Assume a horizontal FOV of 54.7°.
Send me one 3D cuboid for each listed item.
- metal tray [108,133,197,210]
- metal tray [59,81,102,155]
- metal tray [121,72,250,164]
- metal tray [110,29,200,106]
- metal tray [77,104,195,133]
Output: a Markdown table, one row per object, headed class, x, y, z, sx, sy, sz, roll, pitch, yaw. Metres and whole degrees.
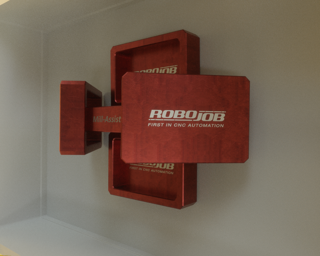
| class | x | y | z | sx | sy | sz | roll | pitch | yaw |
| --- | --- | --- | --- | --- | --- | --- | --- | --- | --- |
| metal tray | -0.014 | 0.050 | 0.411 | 0.130 | 0.030 | 0.089 | 1 | 90 | 39 |
| metal tray | -0.106 | -0.013 | 0.433 | 0.030 | 0.130 | 0.089 | 1 | 90 | -2 |
| metal tray | 0.026 | -0.009 | 0.324 | 0.030 | 0.131 | 0.089 | -177 | 87 | -82 |
| metal tray | -0.010 | -0.071 | 0.410 | 0.130 | 0.030 | 0.089 | 0 | 91 | 39 |
| metal tray | -0.033 | -0.010 | 0.390 | 0.130 | 0.091 | 0.030 | 1 | 91 | 39 |
